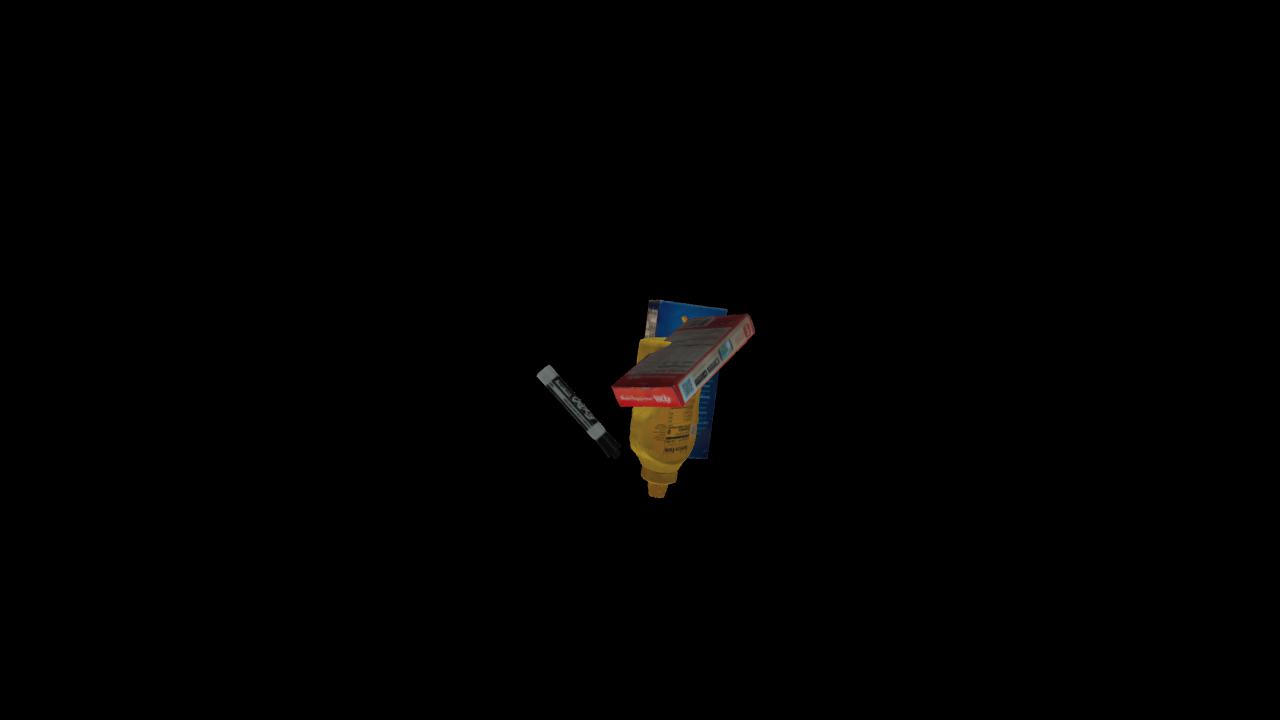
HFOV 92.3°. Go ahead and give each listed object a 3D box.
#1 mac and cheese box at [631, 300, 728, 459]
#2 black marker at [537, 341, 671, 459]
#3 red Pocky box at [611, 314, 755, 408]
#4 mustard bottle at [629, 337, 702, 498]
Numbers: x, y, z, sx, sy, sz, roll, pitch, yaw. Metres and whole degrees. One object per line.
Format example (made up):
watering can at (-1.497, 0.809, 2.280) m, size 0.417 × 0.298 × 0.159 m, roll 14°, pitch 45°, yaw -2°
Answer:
mac and cheese box at (0.046, 0.025, 0.738) m, size 0.093 × 0.184 × 0.041 m, roll 6°, pitch 5°, yaw -22°
black marker at (-0.062, 0.056, 0.646) m, size 0.020 × 0.121 × 0.020 m, roll -42°, pitch -1°, yaw -1°
red Pocky box at (0.047, -0.001, 0.635) m, size 0.083 × 0.028 × 0.155 m, roll -1°, pitch 29°, yaw 41°
mustard bottle at (0.029, 0.068, 0.695) m, size 0.054 × 0.184 × 0.092 m, roll 14°, pitch 11°, yaw 41°
